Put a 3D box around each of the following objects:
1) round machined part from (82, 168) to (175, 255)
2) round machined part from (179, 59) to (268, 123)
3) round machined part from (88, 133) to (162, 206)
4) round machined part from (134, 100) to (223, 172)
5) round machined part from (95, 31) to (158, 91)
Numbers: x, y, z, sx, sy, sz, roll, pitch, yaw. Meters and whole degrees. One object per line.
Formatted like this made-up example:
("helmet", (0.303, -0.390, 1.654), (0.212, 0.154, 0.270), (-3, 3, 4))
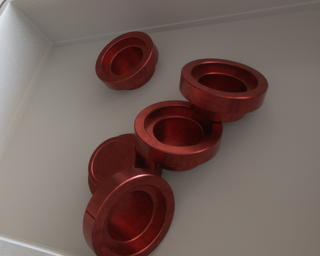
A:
("round machined part", (-0.035, 0.088, 0.324), (0.042, 0.098, 0.098), (20, 72, 49))
("round machined part", (0.071, -0.042, 0.363), (0.099, 0.042, 0.098), (4, 36, -3))
("round machined part", (-0.050, 0.049, 0.389), (0.098, 0.042, 0.098), (-13, 56, 20))
("round machined part", (0.020, 0.012, 0.357), (0.099, 0.042, 0.098), (1, 38, -1))
("round machined part", (-0.047, -0.098, 0.478), (0.098, 0.042, 0.098), (-13, 56, 20))
